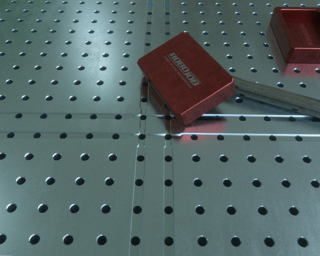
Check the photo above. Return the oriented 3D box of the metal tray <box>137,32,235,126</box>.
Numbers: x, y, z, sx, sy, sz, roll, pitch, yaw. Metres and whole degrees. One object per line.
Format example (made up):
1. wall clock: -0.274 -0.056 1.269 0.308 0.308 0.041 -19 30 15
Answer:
1. metal tray: 0.035 -0.075 0.450 0.090 0.030 0.130 -33 55 -2

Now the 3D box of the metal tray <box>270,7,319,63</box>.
1. metal tray: 0.257 -0.167 0.547 0.091 0.030 0.130 1 50 0

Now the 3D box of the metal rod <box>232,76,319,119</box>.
1. metal rod: 0.171 -0.044 0.446 0.301 0.025 0.025 19 53 15
